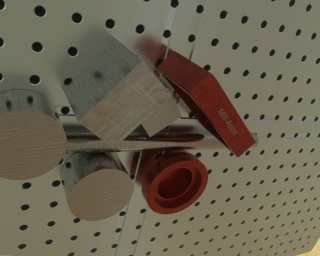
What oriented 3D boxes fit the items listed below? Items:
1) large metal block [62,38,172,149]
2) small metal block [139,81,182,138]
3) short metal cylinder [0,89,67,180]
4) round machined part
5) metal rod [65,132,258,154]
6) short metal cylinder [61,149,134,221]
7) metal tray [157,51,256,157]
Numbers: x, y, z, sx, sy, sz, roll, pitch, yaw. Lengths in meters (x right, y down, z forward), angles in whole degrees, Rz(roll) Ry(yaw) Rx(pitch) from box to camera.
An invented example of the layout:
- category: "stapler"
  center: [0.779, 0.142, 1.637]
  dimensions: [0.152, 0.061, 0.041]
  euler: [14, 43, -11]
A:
- category: "large metal block"
  center: [-0.048, -0.039, 0.325]
  dimensions: [0.080, 0.080, 0.050]
  euler: [-44, 130, 2]
- category: "small metal block"
  center: [-0.007, -0.024, 0.392]
  dimensions: [0.050, 0.025, 0.050]
  euler: [-34, 129, -6]
- category: "short metal cylinder"
  center: [-0.142, 0.007, 0.320]
  dimensions: [0.081, 0.050, 0.079]
  euler: [-14, 124, -21]
- category: "round machined part"
  center: [0.018, 0.076, 0.457]
  dimensions: [0.099, 0.042, 0.097]
  euler: [-14, 124, -21]
- category: "metal rod"
  center: [0.019, 0.019, 0.433]
  dimensions: [0.303, 0.025, 0.025]
  euler: [1, 118, -29]
- category: "short metal cylinder"
  center: [-0.080, 0.070, 0.394]
  dimensions: [0.081, 0.050, 0.079]
  euler: [-14, 124, -21]
- category: "metal tray"
  center: [0.058, -0.028, 0.383]
  dimensions: [0.030, 0.090, 0.130]
  euler: [-43, 129, 1]
